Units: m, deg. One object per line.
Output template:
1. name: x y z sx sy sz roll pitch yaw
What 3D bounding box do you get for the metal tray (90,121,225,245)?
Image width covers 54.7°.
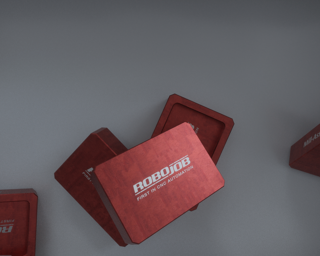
1. metal tray: 0.000 0.058 0.353 0.131 0.030 0.090 -26 81 -28

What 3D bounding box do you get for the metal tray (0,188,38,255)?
1. metal tray: -0.223 0.124 0.380 0.131 0.030 0.089 3 90 -26

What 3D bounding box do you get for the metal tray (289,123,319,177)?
1. metal tray: 0.223 0.024 0.359 0.090 0.129 0.030 18 63 2

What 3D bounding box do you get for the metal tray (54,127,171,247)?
1. metal tray: -0.059 0.075 0.392 0.130 0.030 0.090 46 111 1

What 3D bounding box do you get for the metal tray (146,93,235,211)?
1. metal tray: 0.029 0.031 0.408 0.090 0.030 0.129 24 90 0
